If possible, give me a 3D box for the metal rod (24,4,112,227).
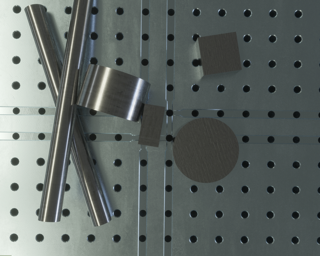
[{"bbox_3d":[-0.122,-0.016,0.412,0.025,0.025,0.298,-18,90,0],"label":"metal rod"}]

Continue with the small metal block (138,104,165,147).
[{"bbox_3d":[-0.011,-0.003,0.400,0.025,0.050,0.050,10,90,-3],"label":"small metal block"}]

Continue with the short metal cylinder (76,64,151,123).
[{"bbox_3d":[-0.057,-0.042,0.385,0.080,0.080,0.050,17,90,0],"label":"short metal cylinder"}]

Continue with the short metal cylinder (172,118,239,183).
[{"bbox_3d":[0.056,0.027,0.401,0.081,0.050,0.079,0,90,0],"label":"short metal cylinder"}]

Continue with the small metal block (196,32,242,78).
[{"bbox_3d":[0.078,-0.097,0.414,0.050,0.025,0.050,-9,90,0],"label":"small metal block"}]

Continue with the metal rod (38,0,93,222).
[{"bbox_3d":[-0.115,-0.038,0.389,0.025,0.025,0.299,6,81,0],"label":"metal rod"}]
